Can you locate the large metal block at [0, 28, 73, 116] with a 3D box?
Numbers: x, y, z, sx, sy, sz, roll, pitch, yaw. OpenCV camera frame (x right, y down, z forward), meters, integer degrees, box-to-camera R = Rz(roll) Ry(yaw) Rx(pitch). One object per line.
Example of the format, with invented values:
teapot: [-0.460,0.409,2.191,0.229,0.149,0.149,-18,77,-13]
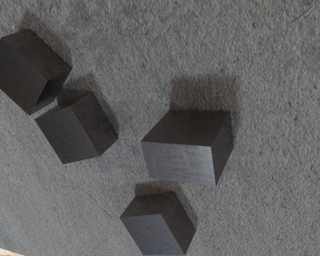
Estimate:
large metal block: [-0.185,-0.078,0.440,0.080,0.050,0.080,44,129,-2]

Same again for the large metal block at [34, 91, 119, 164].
large metal block: [-0.122,0.001,0.456,0.080,0.050,0.080,-14,111,34]

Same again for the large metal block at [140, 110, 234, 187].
large metal block: [0.036,0.019,0.365,0.080,0.080,0.050,3,120,27]

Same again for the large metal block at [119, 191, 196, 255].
large metal block: [-0.002,0.151,0.485,0.080,0.050,0.080,-16,110,34]
